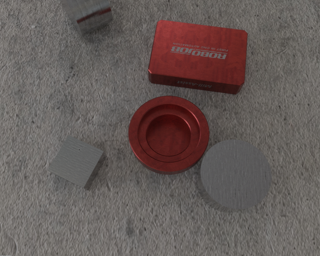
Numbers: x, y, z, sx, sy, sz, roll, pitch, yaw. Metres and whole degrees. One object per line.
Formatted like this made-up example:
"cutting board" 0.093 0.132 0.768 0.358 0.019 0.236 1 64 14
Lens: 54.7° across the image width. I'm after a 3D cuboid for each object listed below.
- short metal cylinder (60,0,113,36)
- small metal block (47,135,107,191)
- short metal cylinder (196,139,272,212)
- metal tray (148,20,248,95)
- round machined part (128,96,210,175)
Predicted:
"short metal cylinder" -0.110 -0.180 0.444 0.050 0.080 0.080 -30 73 -10
"small metal block" -0.103 0.044 0.391 0.050 0.025 0.050 24 72 8
"short metal cylinder" 0.086 0.059 0.374 0.081 0.050 0.080 0 70 0
"metal tray" 0.054 -0.102 0.443 0.131 0.030 0.090 8 70 3
"round machined part" 0.011 0.012 0.395 0.099 0.042 0.098 0 70 0
